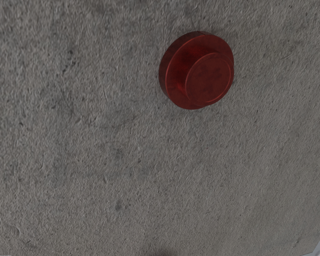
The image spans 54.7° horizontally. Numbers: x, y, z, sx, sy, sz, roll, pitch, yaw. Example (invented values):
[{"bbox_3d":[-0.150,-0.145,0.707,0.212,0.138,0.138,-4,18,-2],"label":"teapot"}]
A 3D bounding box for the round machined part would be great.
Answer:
[{"bbox_3d":[0.052,-0.066,0.383,0.099,0.042,0.097,-14,124,-21],"label":"round machined part"}]
